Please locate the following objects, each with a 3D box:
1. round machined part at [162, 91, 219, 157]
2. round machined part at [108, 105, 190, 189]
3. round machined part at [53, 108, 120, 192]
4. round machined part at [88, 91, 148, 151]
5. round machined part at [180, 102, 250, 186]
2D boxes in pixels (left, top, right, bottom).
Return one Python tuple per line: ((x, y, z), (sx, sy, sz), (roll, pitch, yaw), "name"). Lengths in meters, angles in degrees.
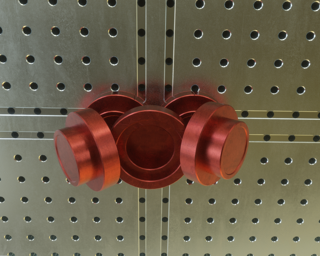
((0.043, 0.004, 0.406), (0.099, 0.042, 0.097), (0, 110, -1), "round machined part")
((-0.011, 0.019, 0.365), (0.099, 0.042, 0.097), (0, 110, -1), "round machined part")
((-0.090, 0.029, 0.359), (0.042, 0.098, 0.097), (-20, 115, -33), "round machined part")
((-0.056, 0.004, 0.405), (0.099, 0.042, 0.097), (0, 110, -1), "round machined part")
((0.069, 0.021, 0.359), (0.042, 0.099, 0.097), (17, 116, 37), "round machined part")
